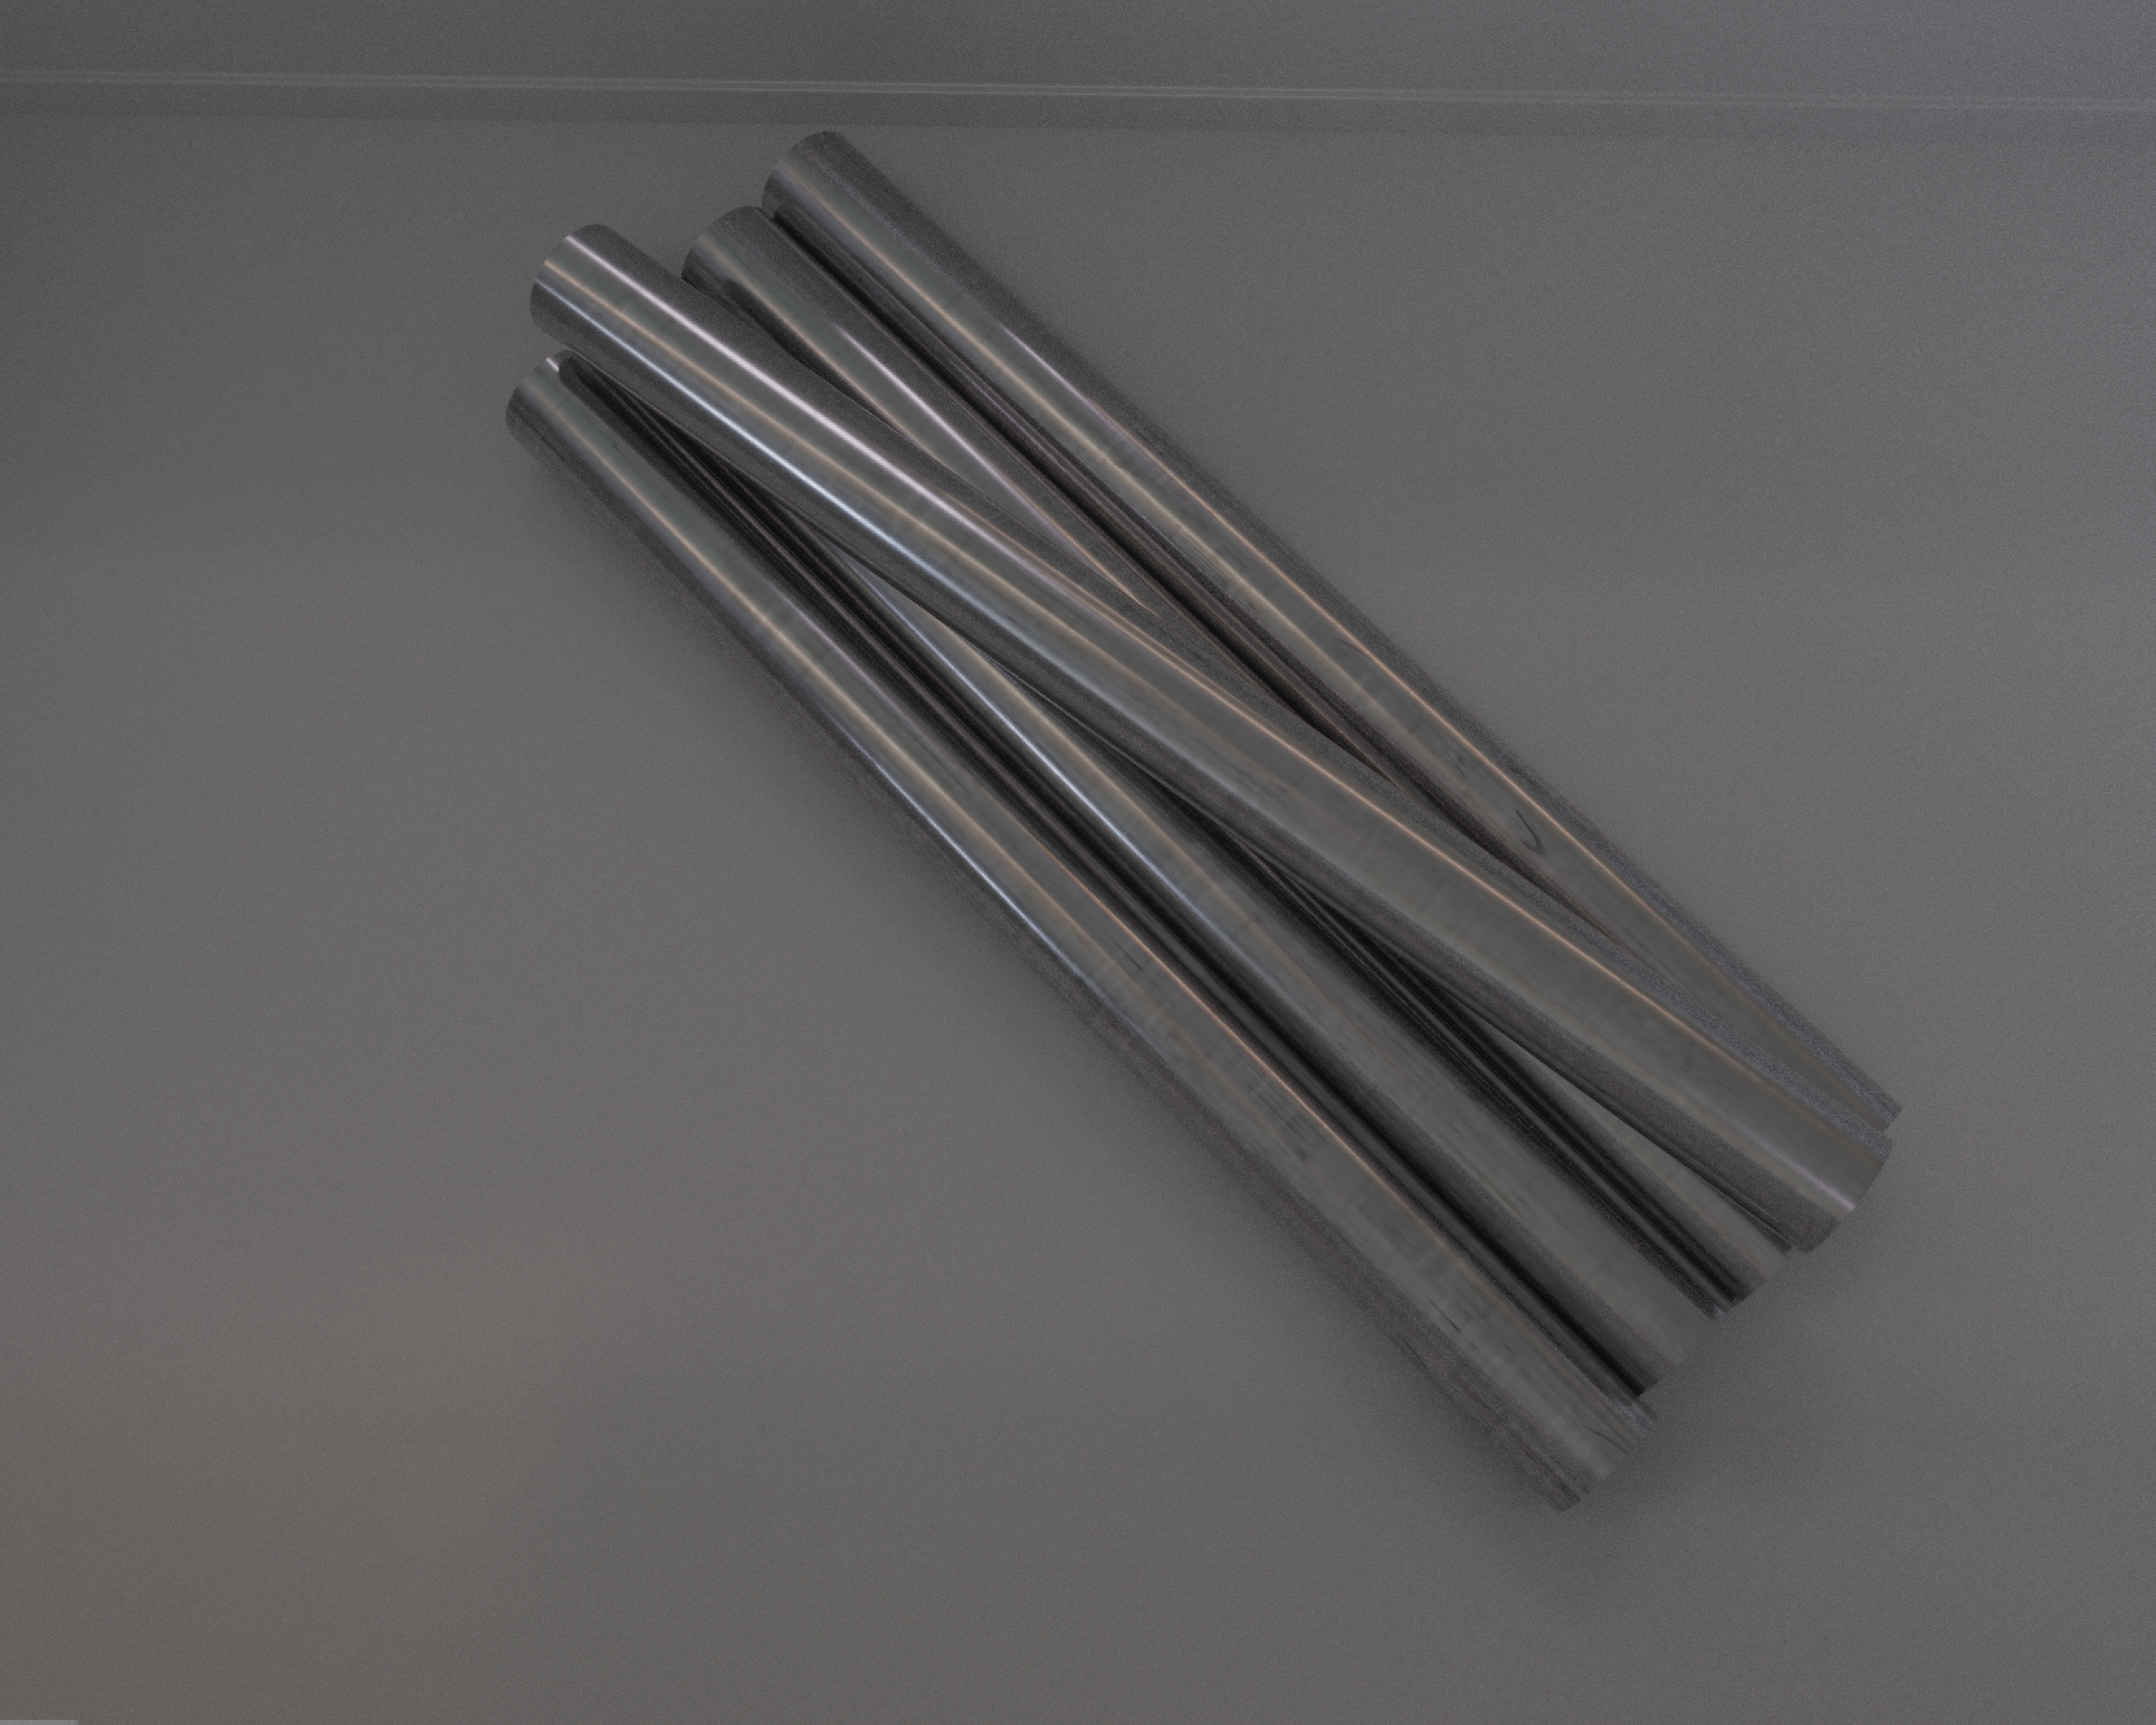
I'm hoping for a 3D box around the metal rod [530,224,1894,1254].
[{"bbox_3d":[0.016,-0.030,0.392,0.300,0.025,0.025,37,74,12],"label":"metal rod"}]

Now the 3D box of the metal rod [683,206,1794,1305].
[{"bbox_3d":[0.026,-0.030,0.419,0.025,0.025,0.300,-41,75,-14],"label":"metal rod"}]

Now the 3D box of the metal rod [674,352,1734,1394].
[{"bbox_3d":[0.007,-0.015,0.414,0.025,0.025,0.300,-41,75,-14],"label":"metal rod"}]

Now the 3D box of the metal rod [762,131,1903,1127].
[{"bbox_3d":[0.042,-0.049,0.426,0.025,0.025,0.300,-41,75,-14],"label":"metal rod"}]

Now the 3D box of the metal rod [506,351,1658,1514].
[{"bbox_3d":[-0.009,0.004,0.407,0.025,0.025,0.300,-41,75,-14],"label":"metal rod"}]
